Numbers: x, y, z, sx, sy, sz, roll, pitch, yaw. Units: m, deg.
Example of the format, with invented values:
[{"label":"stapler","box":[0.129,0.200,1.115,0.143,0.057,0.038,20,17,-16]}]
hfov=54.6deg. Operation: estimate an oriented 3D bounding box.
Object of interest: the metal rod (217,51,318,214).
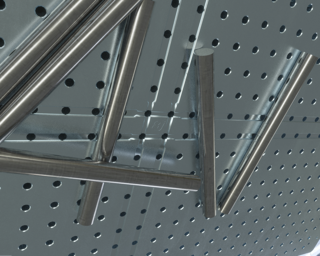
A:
[{"label":"metal rod","box":[0.170,0.019,0.514,0.025,0.025,0.298,10,113,-33]}]

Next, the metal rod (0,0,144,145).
[{"label":"metal rod","box":[-0.093,-0.067,0.306,0.300,0.025,0.025,-43,130,6]}]

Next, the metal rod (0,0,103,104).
[{"label":"metal rod","box":[-0.102,-0.093,0.297,0.300,0.025,0.025,-44,129,2]}]

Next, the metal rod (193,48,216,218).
[{"label":"metal rod","box":[0.071,0.028,0.466,0.025,0.025,0.298,-20,126,-17]}]

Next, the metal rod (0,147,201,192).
[{"label":"metal rod","box":[-0.069,0.052,0.371,0.302,0.025,0.025,13,112,-35]}]

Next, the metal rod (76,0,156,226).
[{"label":"metal rod","box":[-0.060,-0.003,0.375,0.025,0.025,0.298,5,116,-31]}]
